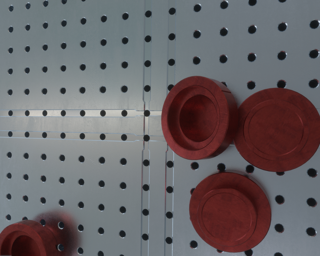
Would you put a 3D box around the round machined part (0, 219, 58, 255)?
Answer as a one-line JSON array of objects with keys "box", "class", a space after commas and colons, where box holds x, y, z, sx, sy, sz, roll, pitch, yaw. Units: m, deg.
[{"box": [-0.198, 0.189, 0.474, 0.098, 0.042, 0.097, 0, 90, 20], "class": "round machined part"}]

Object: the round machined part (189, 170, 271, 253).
[{"box": [0.083, 0.102, 0.375, 0.098, 0.042, 0.097, 0, 90, 20], "class": "round machined part"}]

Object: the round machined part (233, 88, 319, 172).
[{"box": [0.132, 0.002, 0.357, 0.098, 0.042, 0.097, 0, 90, 20], "class": "round machined part"}]

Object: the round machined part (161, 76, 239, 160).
[{"box": [0.051, -0.011, 0.374, 0.098, 0.042, 0.098, -2, 87, 43], "class": "round machined part"}]
